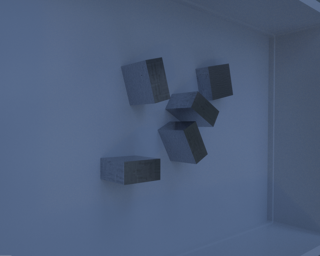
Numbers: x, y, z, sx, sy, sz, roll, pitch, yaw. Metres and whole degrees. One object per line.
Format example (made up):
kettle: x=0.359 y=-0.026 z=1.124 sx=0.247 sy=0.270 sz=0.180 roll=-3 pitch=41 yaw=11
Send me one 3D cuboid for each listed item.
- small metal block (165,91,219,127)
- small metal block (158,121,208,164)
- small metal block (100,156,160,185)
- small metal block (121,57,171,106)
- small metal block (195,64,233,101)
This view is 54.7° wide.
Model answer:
small metal block: x=0.045 y=-0.025 z=0.430 sx=0.050 sy=0.050 sz=0.025 roll=37 pitch=67 yaw=-34
small metal block: x=0.030 y=0.019 z=0.418 sx=0.025 sy=0.050 sz=0.050 roll=-35 pitch=112 yaw=-35
small metal block: x=-0.035 y=0.048 z=0.363 sx=0.050 sy=0.050 sz=0.025 roll=0 pitch=90 yaw=-40
small metal block: x=-0.018 y=-0.056 z=0.377 sx=0.025 sy=0.050 sz=0.050 roll=-21 pitch=103 yaw=-39
small metal block: x=0.085 y=-0.071 z=0.480 sx=0.050 sy=0.025 sz=0.050 roll=-17 pitch=101 yaw=-39
